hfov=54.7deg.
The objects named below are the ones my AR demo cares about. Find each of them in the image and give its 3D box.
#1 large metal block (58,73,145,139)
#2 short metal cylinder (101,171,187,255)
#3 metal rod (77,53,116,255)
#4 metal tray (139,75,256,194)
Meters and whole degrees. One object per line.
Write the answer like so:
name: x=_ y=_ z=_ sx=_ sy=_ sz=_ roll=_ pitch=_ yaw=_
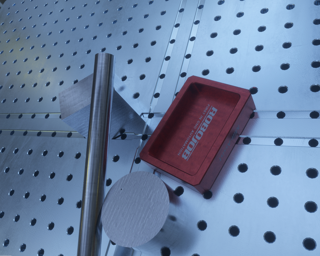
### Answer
large metal block: x=-0.080 y=-0.028 z=0.433 sx=0.080 sy=0.080 sz=0.050 roll=-28 pitch=52 yaw=10
short metal cylinder: x=-0.017 y=0.094 z=0.343 sx=0.080 sy=0.050 sz=0.080 roll=-13 pitch=56 yaw=21
metal rod: x=-0.074 y=0.060 z=0.351 sx=0.025 sy=0.025 sz=0.299 roll=-2 pitch=79 yaw=27
metal tray: x=0.046 y=0.003 z=0.379 sx=0.090 sy=0.030 sz=0.130 roll=23 pitch=74 yaw=36
